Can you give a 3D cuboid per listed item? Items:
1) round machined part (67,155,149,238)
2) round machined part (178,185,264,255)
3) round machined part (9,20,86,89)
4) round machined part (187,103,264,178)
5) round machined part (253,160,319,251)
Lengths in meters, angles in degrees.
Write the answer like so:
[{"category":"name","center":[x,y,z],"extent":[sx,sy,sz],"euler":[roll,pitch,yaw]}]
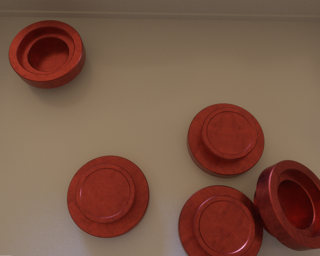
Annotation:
[{"category":"round machined part","center":[-0.062,0.080,0.371],"extent":[0.099,0.042,0.098],"euler":[0,70,-1]},{"category":"round machined part","center":[0.071,0.115,0.359],"extent":[0.099,0.042,0.098],"euler":[0,70,-1]},{"category":"round machined part","center":[-0.153,-0.098,0.435],"extent":[0.099,0.042,0.098],"euler":[0,70,-1]},{"category":"round machined part","center":[0.085,0.012,0.397],"extent":[0.099,0.042,0.098],"euler":[0,70,-1]},{"category":"round machined part","center":[0.148,0.089,0.356],"extent":[0.099,0.042,0.098],"euler":[14,57,-24]}]
